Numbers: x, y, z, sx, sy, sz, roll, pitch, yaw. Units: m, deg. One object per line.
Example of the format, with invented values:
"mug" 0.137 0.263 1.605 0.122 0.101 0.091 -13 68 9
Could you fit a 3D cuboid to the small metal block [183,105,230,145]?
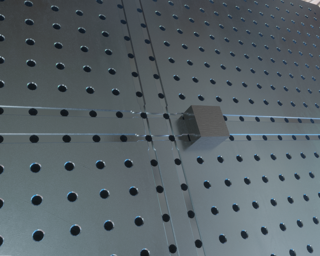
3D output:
"small metal block" 0.067 -0.004 0.446 0.050 0.025 0.050 0 62 -28
